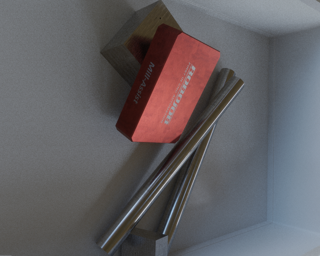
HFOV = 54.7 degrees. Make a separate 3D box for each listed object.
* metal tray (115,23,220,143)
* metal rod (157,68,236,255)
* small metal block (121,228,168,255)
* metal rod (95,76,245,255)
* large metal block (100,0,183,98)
[{"bbox_3d":[0.011,-0.045,0.367,0.091,0.030,0.129,6,114,-51],"label":"metal tray"},{"bbox_3d":[0.053,0.040,0.453,0.025,0.025,0.300,37,67,-34],"label":"metal rod"},{"bbox_3d":[-0.019,0.152,0.373,0.025,0.050,0.050,6,86,-56],"label":"small metal block"},{"bbox_3d":[0.026,0.035,0.413,0.301,0.025,0.025,-49,120,-23],"label":"metal rod"},{"bbox_3d":[-0.011,-0.094,0.382,0.080,0.050,0.080,48,61,-30],"label":"large metal block"}]
